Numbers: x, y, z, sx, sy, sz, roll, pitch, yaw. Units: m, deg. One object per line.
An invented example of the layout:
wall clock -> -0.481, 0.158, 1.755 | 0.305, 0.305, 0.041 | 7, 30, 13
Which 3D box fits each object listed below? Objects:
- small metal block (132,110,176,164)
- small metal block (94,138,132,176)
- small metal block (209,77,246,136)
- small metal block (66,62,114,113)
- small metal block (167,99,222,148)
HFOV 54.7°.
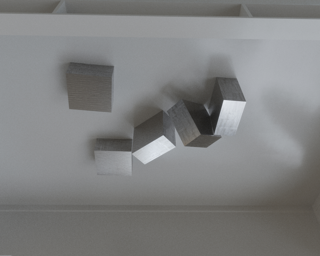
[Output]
small metal block -> -0.008, 0.012, 0.403 | 0.050, 0.050, 0.025 | -31, 124, 23
small metal block -> -0.065, 0.042, 0.444 | 0.050, 0.025, 0.050 | 2, 130, -2
small metal block -> 0.079, -0.026, 0.371 | 0.025, 0.050, 0.050 | 4, 129, -4
small metal block -> -0.081, -0.048, 0.367 | 0.050, 0.025, 0.050 | 5, 130, -5
small metal block -> 0.042, -0.004, 0.377 | 0.025, 0.050, 0.050 | -39, 153, 28
